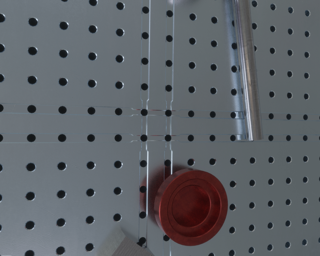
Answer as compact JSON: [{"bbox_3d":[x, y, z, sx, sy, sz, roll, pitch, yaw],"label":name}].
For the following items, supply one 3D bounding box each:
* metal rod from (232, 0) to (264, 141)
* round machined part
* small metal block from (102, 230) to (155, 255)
[{"bbox_3d":[0.125,-0.131,0.458,0.025,0.025,0.298,-8,93,-20],"label":"metal rod"},{"bbox_3d":[0.038,0.103,0.418,0.099,0.042,0.097,0,90,-20],"label":"round machined part"},{"bbox_3d":[-0.043,0.169,0.397,0.050,0.025,0.050,41,77,-16],"label":"small metal block"}]
